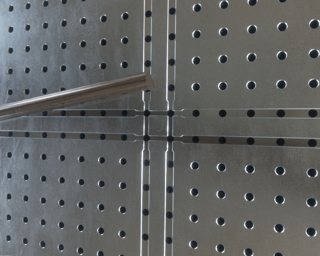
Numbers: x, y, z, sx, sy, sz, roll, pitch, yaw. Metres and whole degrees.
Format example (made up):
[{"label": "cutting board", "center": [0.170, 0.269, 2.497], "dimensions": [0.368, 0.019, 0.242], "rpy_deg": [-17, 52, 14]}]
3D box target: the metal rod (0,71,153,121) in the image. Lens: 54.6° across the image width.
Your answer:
[{"label": "metal rod", "center": [-0.154, -0.042, 0.467], "dimensions": [0.300, 0.025, 0.025], "rpy_deg": [-9, 87, 19]}]
